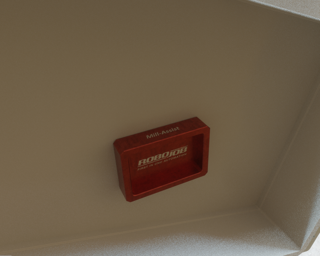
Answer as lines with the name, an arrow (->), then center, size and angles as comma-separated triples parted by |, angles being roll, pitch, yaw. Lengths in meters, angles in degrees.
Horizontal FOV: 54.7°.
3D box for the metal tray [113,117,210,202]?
metal tray -> 0.006, 0.043, 0.436 | 0.131, 0.030, 0.089 | -16, 125, -20
